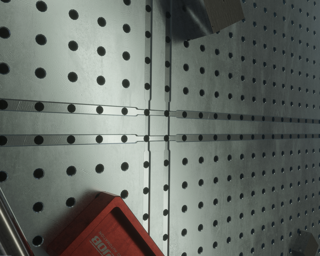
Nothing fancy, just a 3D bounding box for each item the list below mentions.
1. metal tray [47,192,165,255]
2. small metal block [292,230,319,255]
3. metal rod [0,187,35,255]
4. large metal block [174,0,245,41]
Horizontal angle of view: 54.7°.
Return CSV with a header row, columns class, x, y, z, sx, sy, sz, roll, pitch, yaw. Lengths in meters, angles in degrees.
class,x,y,z,sx,sy,sz,roll,pitch,yaw
metal tray,-0.053,0.151,0.361,0.090,0.030,0.130,-45,117,-30
small metal block,0.318,0.261,0.676,0.050,0.025,0.050,-52,121,-27
metal rod,-0.147,0.088,0.286,0.025,0.025,0.298,-30,109,-36
large metal block,0.070,-0.182,0.451,0.081,0.050,0.080,-34,111,-35
